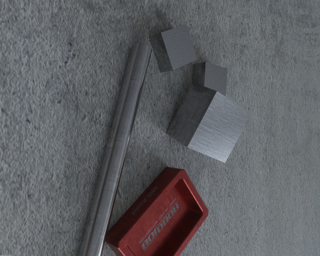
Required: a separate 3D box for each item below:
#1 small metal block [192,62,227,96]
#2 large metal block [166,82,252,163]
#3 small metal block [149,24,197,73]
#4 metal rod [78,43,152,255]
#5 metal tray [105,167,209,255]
[{"bbox_3d":[0.075,-0.069,0.470,0.050,0.025,0.050,6,86,-40],"label":"small metal block"},{"bbox_3d":[0.069,-0.007,0.433,0.080,0.050,0.080,24,95,-38],"label":"large metal block"},{"bbox_3d":[0.019,-0.108,0.422,0.050,0.025,0.050,-31,110,-36],"label":"small metal block"},{"bbox_3d":[-0.055,0.043,0.360,0.025,0.025,0.299,21,77,-38],"label":"metal rod"},{"bbox_3d":[0.002,0.126,0.405,0.131,0.030,0.090,-45,117,-31],"label":"metal tray"}]
